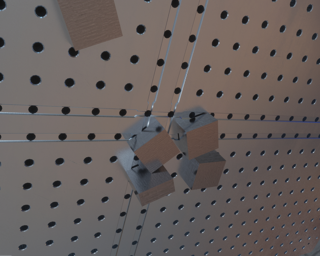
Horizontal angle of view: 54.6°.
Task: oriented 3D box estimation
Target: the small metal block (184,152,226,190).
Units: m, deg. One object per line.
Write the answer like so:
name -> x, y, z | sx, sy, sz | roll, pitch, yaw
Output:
small metal block -> 0.071, 0.068, 0.491 | 0.050, 0.025, 0.050 | -2, 120, -27

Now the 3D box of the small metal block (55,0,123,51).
small metal block -> -0.070, -0.110, 0.305 | 0.050, 0.025, 0.050 | -23, 127, -15

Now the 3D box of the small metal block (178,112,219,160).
small metal block -> 0.056, 0.012, 0.448 | 0.050, 0.025, 0.050 | -20, 126, -16

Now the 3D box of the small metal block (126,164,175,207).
small metal block -> -0.014, 0.074, 0.433 | 0.050, 0.050, 0.025 | -21, 127, -16

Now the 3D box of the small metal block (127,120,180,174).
small metal block -> -0.008, 0.026, 0.422 | 0.050, 0.025, 0.050 | -37, 129, -4
